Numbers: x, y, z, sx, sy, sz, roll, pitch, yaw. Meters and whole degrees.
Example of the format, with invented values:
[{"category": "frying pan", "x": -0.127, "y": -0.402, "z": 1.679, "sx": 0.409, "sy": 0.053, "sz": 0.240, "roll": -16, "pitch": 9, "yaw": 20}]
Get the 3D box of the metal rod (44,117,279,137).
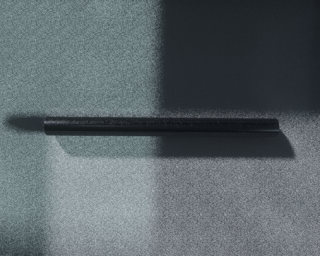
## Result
[{"category": "metal rod", "x": 0.003, "y": -0.001, "z": 0.409, "sx": 0.302, "sy": 0.025, "sz": 0.025, "roll": 0, "pitch": 90, "yaw": -1}]
